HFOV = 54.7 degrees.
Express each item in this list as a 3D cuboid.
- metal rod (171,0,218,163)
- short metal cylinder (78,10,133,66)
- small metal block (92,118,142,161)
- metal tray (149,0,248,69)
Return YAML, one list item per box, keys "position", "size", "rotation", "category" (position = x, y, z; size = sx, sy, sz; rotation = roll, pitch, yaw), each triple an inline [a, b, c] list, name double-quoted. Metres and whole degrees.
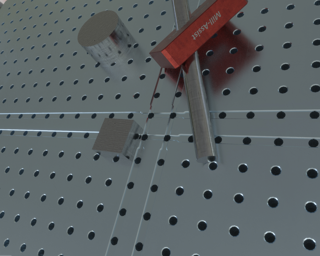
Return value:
- position: [0.040, -0.098, 0.421]
  size: [0.025, 0.025, 0.299]
  rotation: [-16, 63, 19]
  category: "metal rod"
- position: [-0.094, -0.156, 0.537]
  size: [0.080, 0.050, 0.080]
  rotation: [-13, 56, 21]
  category: "short metal cylinder"
- position: [-0.059, 0.015, 0.430]
  size: [0.050, 0.025, 0.050]
  rotation: [5, 64, 30]
  category: "small metal block"
- position: [0.049, -0.139, 0.435]
  size: [0.130, 0.030, 0.090]
  rotation: [-43, 17, -2]
  category: "metal tray"
